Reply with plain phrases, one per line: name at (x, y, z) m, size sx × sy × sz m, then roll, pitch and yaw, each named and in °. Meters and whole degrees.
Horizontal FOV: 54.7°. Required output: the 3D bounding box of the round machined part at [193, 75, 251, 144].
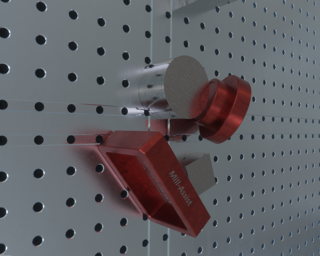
round machined part at (0.080, -0.030, 0.434) m, size 0.042 × 0.098 × 0.098 m, roll 24°, pitch 74°, yaw -13°

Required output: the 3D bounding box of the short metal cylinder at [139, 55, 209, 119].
short metal cylinder at (0.019, -0.051, 0.409) m, size 0.081 × 0.050 × 0.080 m, roll 0°, pitch 90°, yaw -40°

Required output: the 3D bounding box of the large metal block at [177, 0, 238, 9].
large metal block at (0.065, -0.220, 0.447) m, size 0.081 × 0.050 × 0.079 m, roll -17°, pitch 101°, yaw -39°

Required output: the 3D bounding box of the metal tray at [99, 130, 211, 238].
metal tray at (-0.007, 0.063, 0.361) m, size 0.030 × 0.090 × 0.130 m, roll -45°, pitch 117°, yaw -31°

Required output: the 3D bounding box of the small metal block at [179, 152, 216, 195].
small metal block at (0.052, 0.068, 0.452) m, size 0.050 × 0.025 × 0.050 m, roll -23°, pitch 104°, yaw -38°
